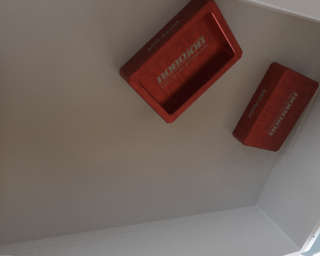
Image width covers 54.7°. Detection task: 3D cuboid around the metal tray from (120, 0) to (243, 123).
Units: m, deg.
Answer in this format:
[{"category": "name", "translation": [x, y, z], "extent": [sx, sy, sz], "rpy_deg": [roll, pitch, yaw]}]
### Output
[{"category": "metal tray", "translation": [0.028, -0.079, 0.373], "extent": [0.130, 0.030, 0.090], "rpy_deg": [-44, 130, 2]}]

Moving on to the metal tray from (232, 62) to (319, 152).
[{"category": "metal tray", "translation": [0.183, -0.029, 0.490], "extent": [0.091, 0.030, 0.129], "rpy_deg": [12, 112, -34]}]
